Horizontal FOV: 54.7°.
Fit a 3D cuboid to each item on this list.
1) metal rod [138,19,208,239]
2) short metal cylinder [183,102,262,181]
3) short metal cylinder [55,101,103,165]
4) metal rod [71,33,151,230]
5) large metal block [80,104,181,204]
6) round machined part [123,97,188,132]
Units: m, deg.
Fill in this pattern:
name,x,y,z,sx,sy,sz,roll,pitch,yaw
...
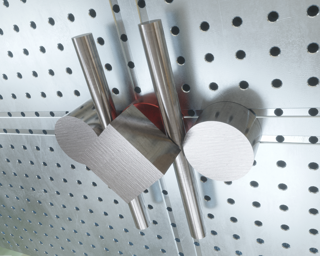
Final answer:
name,x,y,z,sx,sy,sz,roll,pitch,yaw
metal rod,0.023,0.021,0.385,0.025,0.025,0.298,0,119,28
short metal cylinder,0.074,0.016,0.365,0.080,0.050,0.079,13,124,21
short metal cylinder,-0.105,0.007,0.455,0.080,0.050,0.079,13,124,21
metal rod,-0.060,0.022,0.429,0.025,0.025,0.298,0,119,28
large metal block,-0.036,0.032,0.373,0.080,0.050,0.080,44,129,-2
round machined part,-0.014,0.011,0.415,0.098,0.042,0.097,13,124,21
